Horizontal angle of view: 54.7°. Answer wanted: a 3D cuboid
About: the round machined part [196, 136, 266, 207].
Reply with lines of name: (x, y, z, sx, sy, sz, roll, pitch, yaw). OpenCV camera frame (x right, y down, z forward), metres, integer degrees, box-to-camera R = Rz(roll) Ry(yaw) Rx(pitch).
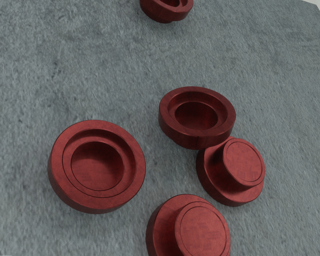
round machined part: (0.101, 0.052, 0.418, 0.099, 0.042, 0.098, 14, 56, -21)

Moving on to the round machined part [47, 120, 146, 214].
round machined part: (-0.068, 0.043, 0.331, 0.099, 0.042, 0.098, 14, 56, -21)

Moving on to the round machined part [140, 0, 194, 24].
round machined part: (0.004, -0.219, 0.531, 0.099, 0.042, 0.098, 14, 56, -21)

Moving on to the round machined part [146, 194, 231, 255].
round machined part: (0.038, 0.120, 0.342, 0.099, 0.042, 0.098, 14, 56, -21)

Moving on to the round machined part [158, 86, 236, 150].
round machined part: (0.047, -0.009, 0.410, 0.099, 0.042, 0.098, 3, 44, -3)
